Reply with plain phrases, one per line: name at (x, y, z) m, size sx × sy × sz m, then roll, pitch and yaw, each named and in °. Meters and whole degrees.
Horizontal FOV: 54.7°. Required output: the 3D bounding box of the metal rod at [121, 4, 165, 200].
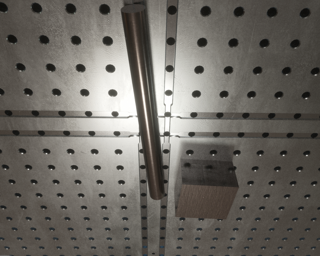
metal rod at (-0.015, -0.006, 0.405) m, size 0.025 × 0.025 × 0.298 m, roll -4°, pitch 130°, yaw 2°

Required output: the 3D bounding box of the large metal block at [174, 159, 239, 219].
large metal block at (0.067, 0.095, 0.477) m, size 0.081 × 0.050 × 0.079 m, roll 4°, pitch 130°, yaw -4°
